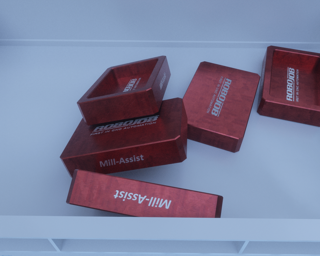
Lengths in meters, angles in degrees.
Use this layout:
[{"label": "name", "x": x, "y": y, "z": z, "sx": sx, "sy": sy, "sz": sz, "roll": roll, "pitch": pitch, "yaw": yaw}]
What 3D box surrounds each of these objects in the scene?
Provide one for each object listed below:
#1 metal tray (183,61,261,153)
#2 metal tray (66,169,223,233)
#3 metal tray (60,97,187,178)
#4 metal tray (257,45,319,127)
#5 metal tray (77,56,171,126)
[{"label": "metal tray", "x": 0.081, "y": -0.035, "z": 0.431, "sx": 0.090, "sy": 0.030, "sz": 0.130, "roll": 17, "pitch": 52, "yaw": 13}, {"label": "metal tray", "x": -0.011, "y": 0.071, "z": 0.299, "sx": 0.131, "sy": 0.090, "sz": 0.030, "roll": 9, "pitch": 76, "yaw": 7}, {"label": "metal tray", "x": -0.036, "y": 0.009, "z": 0.354, "sx": 0.130, "sy": 0.030, "sz": 0.090, "roll": -10, "pitch": 31, "yaw": 12}, {"label": "metal tray", "x": 0.198, "y": -0.067, "z": 0.458, "sx": 0.090, "sy": 0.030, "sz": 0.130, "roll": 13, "pitch": 51, "yaw": 10}, {"label": "metal tray", "x": -0.040, "y": -0.053, "z": 0.401, "sx": 0.090, "sy": 0.030, "sz": 0.130, "roll": -9, "pitch": 27, "yaw": 14}]
